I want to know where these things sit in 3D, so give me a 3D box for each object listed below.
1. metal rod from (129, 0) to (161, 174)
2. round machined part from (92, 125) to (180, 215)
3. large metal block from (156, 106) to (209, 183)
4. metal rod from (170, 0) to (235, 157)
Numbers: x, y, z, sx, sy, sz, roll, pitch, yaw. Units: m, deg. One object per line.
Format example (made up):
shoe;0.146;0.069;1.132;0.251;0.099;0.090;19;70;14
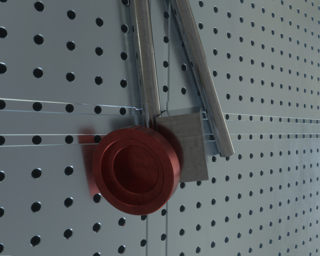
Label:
metal rod;-0.018;-0.083;0.395;0.025;0.025;0.298;-11;97;-40
round machined part;-0.024;0.044;0.351;0.042;0.098;0.097;-26;109;-66
large metal block;0.032;0.018;0.396;0.080;0.050;0.079;-46;128;-78
metal rod;0.059;-0.093;0.460;0.025;0.025;0.298;-33;111;-35
